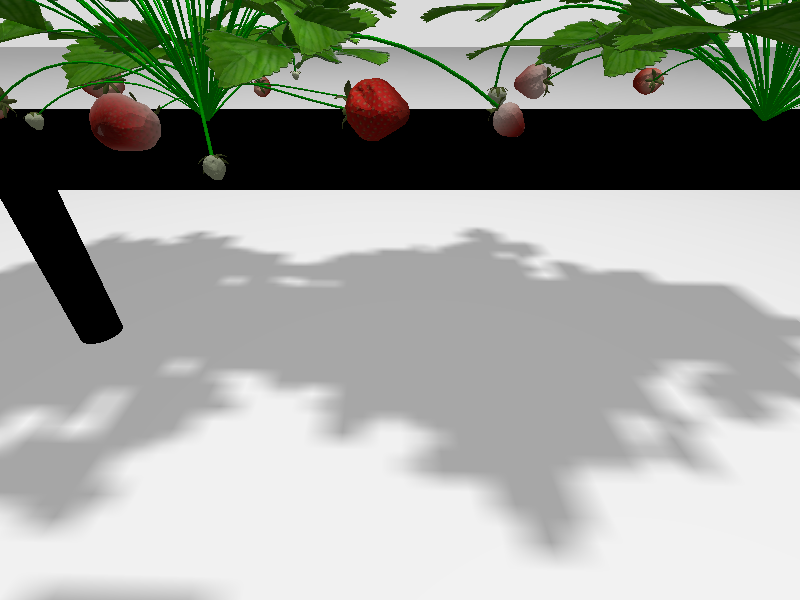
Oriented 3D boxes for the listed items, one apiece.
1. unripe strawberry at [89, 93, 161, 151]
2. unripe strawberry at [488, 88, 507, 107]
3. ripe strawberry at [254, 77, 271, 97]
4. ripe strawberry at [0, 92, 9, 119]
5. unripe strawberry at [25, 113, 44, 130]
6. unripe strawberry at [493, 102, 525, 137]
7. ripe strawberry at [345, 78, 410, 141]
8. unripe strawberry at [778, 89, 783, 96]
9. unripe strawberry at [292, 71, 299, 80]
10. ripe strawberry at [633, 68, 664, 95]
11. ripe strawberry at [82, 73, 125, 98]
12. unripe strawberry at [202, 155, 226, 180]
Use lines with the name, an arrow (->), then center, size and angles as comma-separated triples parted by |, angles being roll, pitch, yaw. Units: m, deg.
unripe strawberry -> -0.157, -0.099, 0.226 | 0.035, 0.030, 0.035 | 1, 34, 1
unripe strawberry -> 0.086, -0.179, 0.354 | 0.016, 0.015, 0.014 | 7, 34, 10
ripe strawberry -> -0.149, -0.232, 0.435 | 0.018, 0.021, 0.020 | 1, 20, 2
ripe strawberry -> -0.324, -0.153, 0.309 | 0.032, 0.027, 0.032 | -3, 34, -2
unripe strawberry -> -0.271, -0.132, 0.298 | 0.011, 0.011, 0.010 | -8, 34, -12
unripe strawberry -> 0.073, -0.119, 0.266 | 0.020, 0.023, 0.023 | -42, 13, 35
ripe strawberry -> -0.013, -0.117, 0.248 | 0.037, 0.036, 0.040 | 17, 37, 23
unripe strawberry -> 0.396, -0.211, 0.413 | 0.011, 0.012, 0.012 | 27, 42, 34
unripe strawberry -> -0.129, -0.277, 0.495 | 0.009, 0.010, 0.010 | 4, 34, 6
ripe strawberry -> 0.277, -0.246, 0.450 | 0.030, 0.027, 0.027 | -3, 25, -5
ripe strawberry -> -0.317, -0.233, 0.420 | 0.044, 0.043, 0.041 | 23, 40, 32
unripe strawberry -> -0.087, -0.062, 0.188 | 0.010, 0.011, 0.011 | -13, -7, -19
